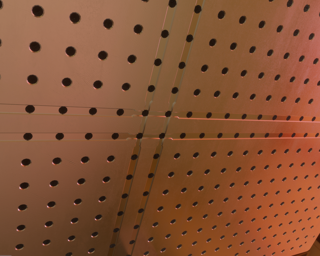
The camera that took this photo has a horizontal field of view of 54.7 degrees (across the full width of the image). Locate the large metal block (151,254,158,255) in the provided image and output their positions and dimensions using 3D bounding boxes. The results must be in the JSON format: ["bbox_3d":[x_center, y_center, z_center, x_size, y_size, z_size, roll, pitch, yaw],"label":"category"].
[{"bbox_3d":[-0.015,0.288,0.548,0.050,0.080,0.079,-8,122,-25],"label":"large metal block"}]
